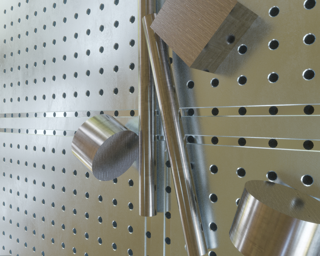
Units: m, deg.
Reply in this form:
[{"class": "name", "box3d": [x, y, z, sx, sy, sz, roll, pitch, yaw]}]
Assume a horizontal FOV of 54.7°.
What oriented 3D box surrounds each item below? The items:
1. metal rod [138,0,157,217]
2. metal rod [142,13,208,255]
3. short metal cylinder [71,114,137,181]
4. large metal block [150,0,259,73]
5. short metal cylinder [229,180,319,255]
[{"class": "metal rod", "box3d": [-0.017, -0.032, 0.423, 0.025, 0.025, 0.298, -1, 90, 40]}, {"class": "metal rod", "box3d": [0.017, 0.004, 0.386, 0.025, 0.025, 0.298, -15, 83, 39]}, {"class": "short metal cylinder", "box3d": [-0.075, 0.027, 0.436, 0.050, 0.081, 0.079, 34, 111, 35]}, {"class": "large metal block", "box3d": [0.048, -0.122, 0.354, 0.080, 0.050, 0.080, 52, 120, 27]}, {"class": "short metal cylinder", "box3d": [0.110, 0.088, 0.283, 0.080, 0.081, 0.050, 24, 105, 37]}]
